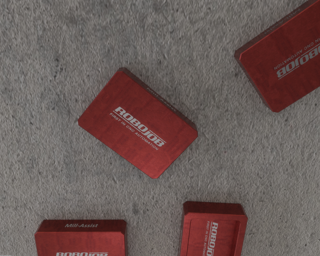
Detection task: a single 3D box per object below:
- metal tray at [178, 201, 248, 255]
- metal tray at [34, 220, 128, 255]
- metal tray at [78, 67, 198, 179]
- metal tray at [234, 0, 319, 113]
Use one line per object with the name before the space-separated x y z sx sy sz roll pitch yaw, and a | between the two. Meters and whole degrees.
metal tray | 0.076 0.177 0.472 0.091 0.030 0.129 3 110 -2
metal tray | -0.117 0.187 0.475 0.131 0.030 0.089 0 110 0
metal tray | -0.027 -0.004 0.405 0.130 0.030 0.090 38 105 -13
metal tray | 0.170 -0.091 0.375 0.130 0.030 0.090 -34 107 11
